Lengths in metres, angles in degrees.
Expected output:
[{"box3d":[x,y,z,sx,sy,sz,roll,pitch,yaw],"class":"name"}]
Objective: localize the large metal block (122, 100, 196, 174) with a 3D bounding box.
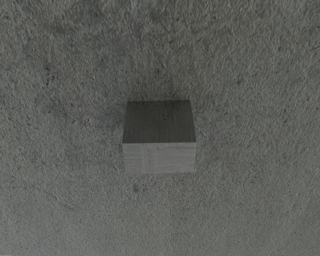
[{"box3d":[-0.001,0.009,0.381,0.081,0.080,0.050,-1,130,0],"class":"large metal block"}]
